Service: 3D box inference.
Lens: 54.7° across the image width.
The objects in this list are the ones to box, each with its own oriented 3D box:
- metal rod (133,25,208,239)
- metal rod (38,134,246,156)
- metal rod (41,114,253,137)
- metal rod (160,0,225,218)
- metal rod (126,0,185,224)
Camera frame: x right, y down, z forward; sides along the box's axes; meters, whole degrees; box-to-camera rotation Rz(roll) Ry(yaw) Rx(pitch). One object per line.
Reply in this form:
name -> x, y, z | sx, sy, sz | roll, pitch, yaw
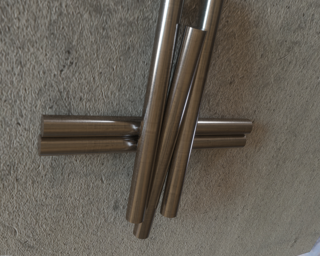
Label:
metal rod -> 0.006, 0.023, 0.394 | 0.025, 0.025, 0.298 | 0, 118, -29
metal rod -> -0.003, 0.019, 0.421 | 0.303, 0.025, 0.025 | 0, 119, -29
metal rod -> 0.004, -0.002, 0.411 | 0.303, 0.025, 0.025 | 0, 119, -29
metal rod -> 0.038, -0.020, 0.390 | 0.025, 0.025, 0.298 | 0, 110, -29
metal rod -> -0.008, -0.020, 0.366 | 0.025, 0.025, 0.298 | 0, 110, -29
